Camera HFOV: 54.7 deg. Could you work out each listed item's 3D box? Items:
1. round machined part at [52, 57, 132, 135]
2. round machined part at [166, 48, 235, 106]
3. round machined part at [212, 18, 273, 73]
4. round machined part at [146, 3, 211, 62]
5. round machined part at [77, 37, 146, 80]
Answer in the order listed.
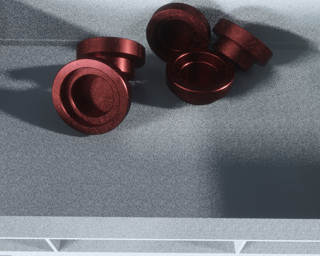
[{"bbox_3d":[-0.084,-0.044,0.403,0.099,0.097,0.042,7,19,5],"label":"round machined part"},{"bbox_3d":[0.057,-0.071,0.454,0.099,0.042,0.098,0,50,0],"label":"round machined part"},{"bbox_3d":[0.119,-0.121,0.475,0.098,0.098,0.042,43,105,29],"label":"round machined part"},{"bbox_3d":[0.031,-0.150,0.485,0.098,0.097,0.042,12,51,9],"label":"round machined part"},{"bbox_3d":[-0.070,-0.094,0.449,0.099,0.098,0.042,0,86,-1],"label":"round machined part"}]
